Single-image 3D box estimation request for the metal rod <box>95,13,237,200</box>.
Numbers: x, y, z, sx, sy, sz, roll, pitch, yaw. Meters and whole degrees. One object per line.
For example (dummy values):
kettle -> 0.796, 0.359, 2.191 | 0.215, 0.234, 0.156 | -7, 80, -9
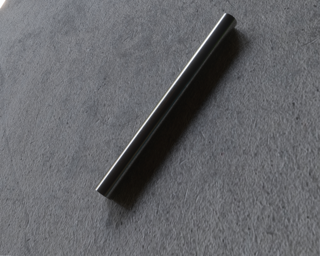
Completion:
metal rod -> 0.014, -0.036, 0.419 | 0.025, 0.025, 0.300 | 27, 76, 37
